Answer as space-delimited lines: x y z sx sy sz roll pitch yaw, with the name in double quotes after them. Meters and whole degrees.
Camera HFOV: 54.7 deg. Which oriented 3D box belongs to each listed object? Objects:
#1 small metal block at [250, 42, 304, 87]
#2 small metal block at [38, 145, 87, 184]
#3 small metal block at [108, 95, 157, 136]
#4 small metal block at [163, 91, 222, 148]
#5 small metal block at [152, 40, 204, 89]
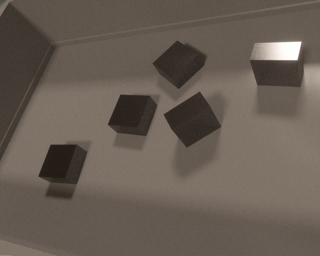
0.138 -0.073 0.362 0.050 0.050 0.025 8 66 31 "small metal block"
-0.139 0.052 0.445 0.050 0.025 0.050 -2 61 27 "small metal block"
-0.038 -0.019 0.436 0.050 0.025 0.050 6 64 30 "small metal block"
0.040 -0.009 0.373 0.050 0.050 0.025 -32 52 7 "small metal block"
0.026 -0.092 0.447 0.050 0.025 0.050 -43 51 -2 "small metal block"
